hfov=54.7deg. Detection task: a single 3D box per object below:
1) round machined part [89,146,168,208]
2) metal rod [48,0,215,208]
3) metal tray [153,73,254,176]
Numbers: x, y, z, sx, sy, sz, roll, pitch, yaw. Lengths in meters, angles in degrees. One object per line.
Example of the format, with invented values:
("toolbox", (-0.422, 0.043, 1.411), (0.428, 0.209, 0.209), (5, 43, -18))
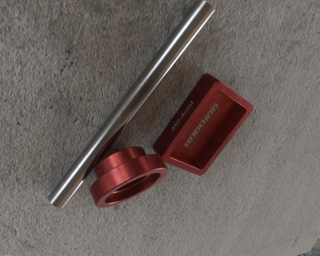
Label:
("round machined part", (-0.043, 0.058, 0.392), (0.099, 0.042, 0.098), (-25, 159, -10))
("metal rod", (-0.039, -0.023, 0.372), (0.025, 0.025, 0.299), (32, 100, -39))
("metal tray", (0.062, -0.001, 0.438), (0.090, 0.030, 0.129), (26, 104, -38))
